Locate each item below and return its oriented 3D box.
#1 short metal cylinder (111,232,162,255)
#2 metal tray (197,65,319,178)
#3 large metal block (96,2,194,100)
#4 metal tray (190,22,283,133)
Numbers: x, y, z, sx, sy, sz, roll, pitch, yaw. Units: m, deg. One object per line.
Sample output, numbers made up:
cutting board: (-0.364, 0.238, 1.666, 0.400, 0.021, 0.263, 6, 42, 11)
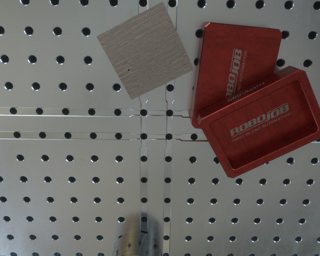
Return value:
short metal cylinder: (-0.037, 0.209, 0.477, 0.081, 0.050, 0.079, 0, 110, 0)
metal tray: (0.122, -0.006, 0.377, 0.130, 0.030, 0.090, -27, 108, 9)
large metal block: (-0.015, -0.091, 0.366, 0.080, 0.050, 0.080, -25, 108, 9)
metal tray: (0.091, -0.061, 0.389, 0.091, 0.030, 0.129, 5, 110, -2)
